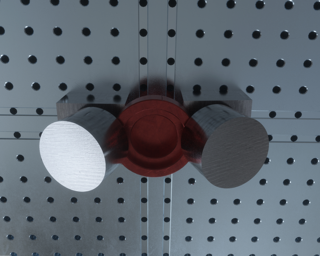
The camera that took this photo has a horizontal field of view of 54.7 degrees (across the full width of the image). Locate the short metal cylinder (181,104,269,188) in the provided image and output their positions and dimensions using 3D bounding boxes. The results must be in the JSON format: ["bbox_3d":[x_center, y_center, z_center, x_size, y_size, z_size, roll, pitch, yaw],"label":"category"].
[{"bbox_3d":[0.070,0.019,0.340,0.081,0.050,0.079,-7,111,-19],"label":"short metal cylinder"}]

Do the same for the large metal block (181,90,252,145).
[{"bbox_3d":[0.068,-0.004,0.399,0.080,0.050,0.079,-1,110,0],"label":"large metal block"}]

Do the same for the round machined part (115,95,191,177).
[{"bbox_3d":[-0.007,0.007,0.375,0.099,0.042,0.097,0,110,0],"label":"round machined part"}]

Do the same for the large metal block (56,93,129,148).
[{"bbox_3d":[-0.082,0.000,0.399,0.081,0.050,0.079,1,110,-1],"label":"large metal block"}]

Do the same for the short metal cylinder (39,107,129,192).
[{"bbox_3d":[-0.082,0.022,0.340,0.080,0.050,0.079,8,113,20],"label":"short metal cylinder"}]
